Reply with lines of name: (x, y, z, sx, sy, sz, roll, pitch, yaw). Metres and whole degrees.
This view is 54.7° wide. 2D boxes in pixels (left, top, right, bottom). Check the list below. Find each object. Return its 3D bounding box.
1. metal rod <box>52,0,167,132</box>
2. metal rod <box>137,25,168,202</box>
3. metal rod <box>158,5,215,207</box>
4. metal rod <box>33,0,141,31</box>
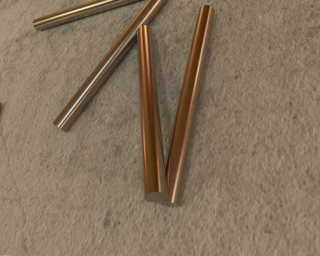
metal rod: (-0.074, -0.121, 0.514, 0.025, 0.025, 0.300, 26, 75, 36)
metal rod: (-0.015, -0.043, 0.420, 0.025, 0.025, 0.300, -19, 49, 17)
metal rod: (0.040, -0.047, 0.410, 0.025, 0.025, 0.300, -1, 61, 27)
metal rod: (-0.134, -0.241, 0.619, 0.301, 0.025, 0.025, -6, 59, 24)
